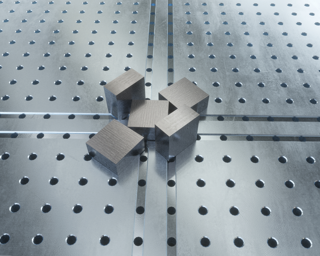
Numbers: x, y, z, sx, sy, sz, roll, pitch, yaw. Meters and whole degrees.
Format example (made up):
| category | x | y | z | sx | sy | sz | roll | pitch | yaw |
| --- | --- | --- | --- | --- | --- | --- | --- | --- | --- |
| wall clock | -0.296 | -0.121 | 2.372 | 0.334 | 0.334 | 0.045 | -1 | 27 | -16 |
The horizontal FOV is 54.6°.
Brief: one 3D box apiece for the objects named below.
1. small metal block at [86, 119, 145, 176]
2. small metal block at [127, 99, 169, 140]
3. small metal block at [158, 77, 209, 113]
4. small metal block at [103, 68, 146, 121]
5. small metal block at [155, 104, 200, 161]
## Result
| category | x | y | z | sx | sy | sz | roll | pitch | yaw |
| --- | --- | --- | --- | --- | --- | --- | --- | --- | --- |
| small metal block | -0.055 | 0.023 | 0.388 | 0.050 | 0.025 | 0.050 | 31 | 56 | 23 |
| small metal block | -0.014 | -0.011 | 0.417 | 0.050 | 0.025 | 0.050 | 2 | 49 | 3 |
| small metal block | 0.033 | -0.040 | 0.441 | 0.050 | 0.025 | 0.050 | -33 | 57 | -24 |
| small metal block | -0.047 | -0.046 | 0.430 | 0.025 | 0.050 | 0.050 | 37 | 60 | 26 |
| small metal block | 0.021 | 0.006 | 0.387 | 0.050 | 0.050 | 0.025 | -35 | 58 | -26 |
